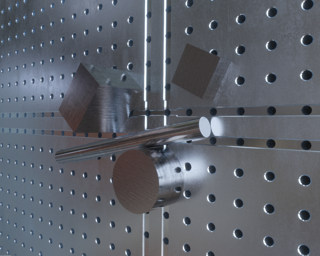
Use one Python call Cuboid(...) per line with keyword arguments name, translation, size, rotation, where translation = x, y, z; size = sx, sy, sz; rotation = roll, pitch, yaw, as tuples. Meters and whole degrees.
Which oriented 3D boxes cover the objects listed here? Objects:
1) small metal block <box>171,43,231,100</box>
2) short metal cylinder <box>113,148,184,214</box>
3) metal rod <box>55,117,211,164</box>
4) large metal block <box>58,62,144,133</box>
Cuboid(name="small metal block", translation=(0.048, -0.067, 0.368), size=(0.050, 0.025, 0.050), rotation=(35, 111, 34))
Cuboid(name="short metal cylinder", translation=(-0.016, 0.067, 0.404), size=(0.080, 0.050, 0.079), rotation=(0, 90, 39))
Cuboid(name="metal rod", translation=(-0.061, 0.025, 0.457), size=(0.300, 0.025, 0.025), rotation=(-13, 82, 39))
Cuboid(name="large metal block", translation=(-0.083, -0.040, 0.440), size=(0.050, 0.081, 0.080), rotation=(48, 118, 29))
